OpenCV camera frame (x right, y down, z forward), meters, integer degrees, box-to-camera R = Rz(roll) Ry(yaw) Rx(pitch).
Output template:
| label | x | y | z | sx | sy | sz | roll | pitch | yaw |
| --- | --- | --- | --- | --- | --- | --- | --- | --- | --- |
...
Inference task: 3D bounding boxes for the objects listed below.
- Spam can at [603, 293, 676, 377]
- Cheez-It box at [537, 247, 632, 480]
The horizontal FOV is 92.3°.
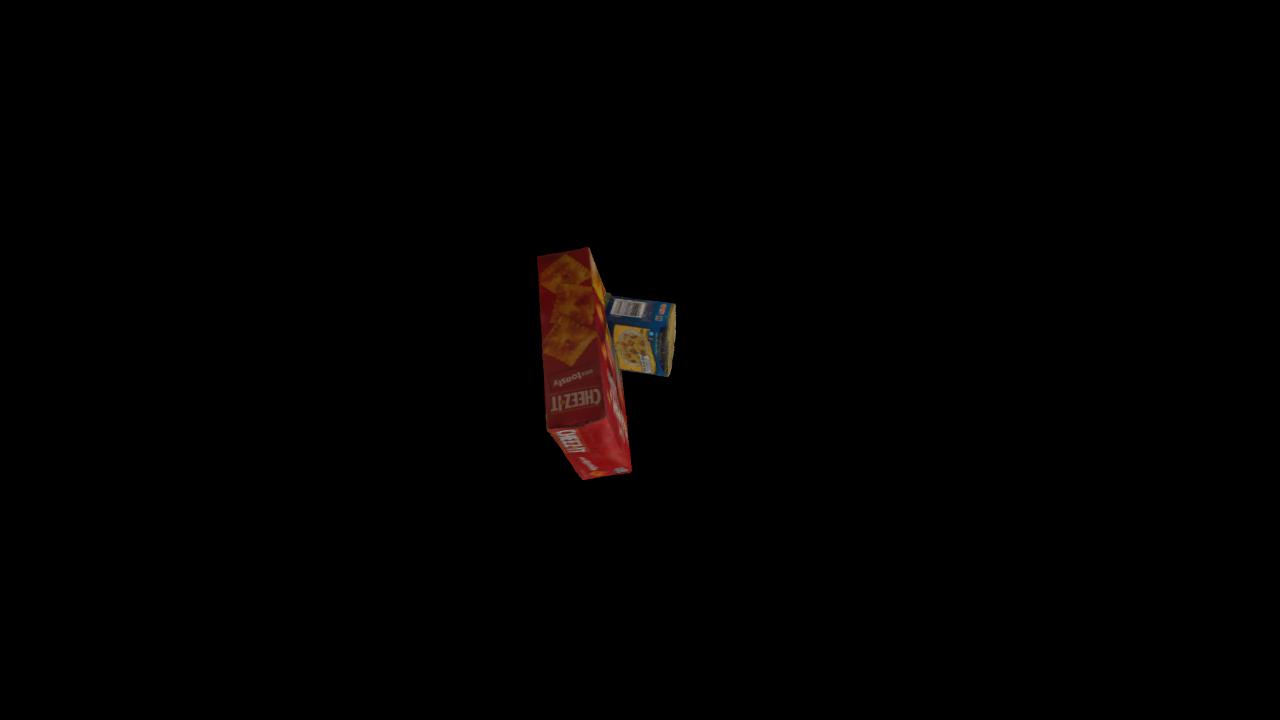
| label | x | y | z | sx | sy | sz | roll | pitch | yaw |
| --- | --- | --- | --- | --- | --- | --- | --- | --- | --- |
| Spam can | -0.002 | -0.028 | 0.743 | 0.085 | 0.058 | 0.101 | 8 | -39 | 9 |
| Cheez-It box | -0.062 | 0.007 | 0.716 | 0.071 | 0.223 | 0.166 | -10 | -30 | 5 |
